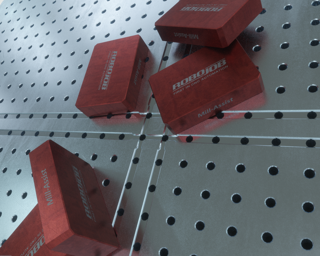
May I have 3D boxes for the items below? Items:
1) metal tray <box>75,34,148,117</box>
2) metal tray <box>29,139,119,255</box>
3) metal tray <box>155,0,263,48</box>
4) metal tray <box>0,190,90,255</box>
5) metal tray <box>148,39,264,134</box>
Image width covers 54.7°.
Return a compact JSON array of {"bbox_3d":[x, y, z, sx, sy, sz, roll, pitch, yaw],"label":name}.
[{"bbox_3d":[-0.075,-0.084,0.494,0.090,0.030,0.130,-4,60,25],"label":"metal tray"},{"bbox_3d":[-0.103,0.084,0.367,0.030,0.090,0.130,-35,52,5],"label":"metal tray"},{"bbox_3d":[0.066,-0.159,0.444,0.090,0.030,0.130,-47,41,-18],"label":"metal tray"},{"bbox_3d":[-0.146,0.152,0.379,0.130,0.030,0.090,-50,51,-2],"label":"metal tray"},{"bbox_3d":[0.057,-0.059,0.411,0.130,0.030,0.090,-27,53,11],"label":"metal tray"}]
